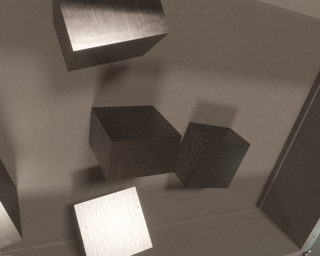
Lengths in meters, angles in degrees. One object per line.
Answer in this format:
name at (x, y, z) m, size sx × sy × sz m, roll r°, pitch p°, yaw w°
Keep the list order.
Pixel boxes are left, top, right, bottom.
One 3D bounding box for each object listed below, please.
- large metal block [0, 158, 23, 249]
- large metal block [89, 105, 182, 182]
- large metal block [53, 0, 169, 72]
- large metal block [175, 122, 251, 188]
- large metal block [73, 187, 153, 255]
large metal block at (-0.184, 0.070, 0.316) m, size 0.050 × 0.080 × 0.079 m, roll -20°, pitch 126°, yaw -17°
large metal block at (-0.033, 0.014, 0.365) m, size 0.081 × 0.080 × 0.050 m, roll -4°, pitch 120°, yaw -27°
large metal block at (-0.049, -0.092, 0.281) m, size 0.081 × 0.080 × 0.050 m, roll -17°, pitch 94°, yaw -19°
large metal block at (0.074, 0.042, 0.461) m, size 0.081 × 0.050 × 0.079 m, roll 7°, pitch 115°, yaw -32°
large metal block at (-0.065, 0.130, 0.412) m, size 0.081 × 0.080 × 0.050 m, roll -13°, pitch 169°, yaw -21°
